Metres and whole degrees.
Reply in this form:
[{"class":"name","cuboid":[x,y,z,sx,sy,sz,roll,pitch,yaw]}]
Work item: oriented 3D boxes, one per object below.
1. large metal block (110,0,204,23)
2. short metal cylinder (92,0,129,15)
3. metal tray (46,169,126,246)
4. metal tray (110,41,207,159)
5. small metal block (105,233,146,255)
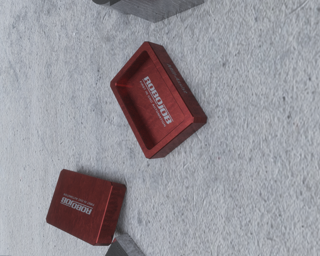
[{"class":"large metal block","cuboid":[-0.004,-0.173,0.373,0.080,0.081,0.050,-7,86,40]},{"class":"short metal cylinder","cuboid":[-0.058,-0.207,0.436,0.080,0.050,0.080,0,90,40]},{"class":"metal tray","cuboid":[-0.118,0.119,0.482,0.130,0.030,0.090,5,76,39]},{"class":"metal tray","cuboid":[-0.007,-0.036,0.407,0.090,0.030,0.130,-42,65,31]},{"class":"small metal block","cuboid":[-0.051,0.191,0.447,0.050,0.025,0.050,41,115,32]}]
